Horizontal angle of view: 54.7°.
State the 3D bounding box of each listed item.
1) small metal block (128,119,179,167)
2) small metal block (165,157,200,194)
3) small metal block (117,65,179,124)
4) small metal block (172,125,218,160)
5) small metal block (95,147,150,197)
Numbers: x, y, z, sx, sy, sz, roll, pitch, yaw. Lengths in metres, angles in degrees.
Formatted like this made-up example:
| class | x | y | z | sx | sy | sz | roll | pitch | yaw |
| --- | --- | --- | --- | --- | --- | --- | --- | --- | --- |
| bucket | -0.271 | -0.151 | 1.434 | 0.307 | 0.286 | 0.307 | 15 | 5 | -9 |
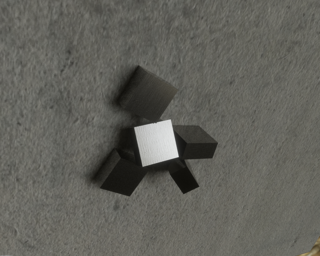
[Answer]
| class | x | y | z | sx | sy | sz | roll | pitch | yaw |
| --- | --- | --- | --- | --- | --- | --- | --- | --- | --- |
| small metal block | -0.008 | 0.019 | 0.401 | 0.050 | 0.025 | 0.050 | -13 | 92 | -22 |
| small metal block | 0.029 | 0.057 | 0.441 | 0.025 | 0.050 | 0.050 | -27 | 130 | 5 |
| small metal block | -0.015 | -0.040 | 0.376 | 0.050 | 0.025 | 0.050 | 24 | 105 | -37 |
| small metal block | 0.042 | 0.019 | 0.427 | 0.050 | 0.050 | 0.025 | 1 | 118 | -29 |
| small metal block | -0.051 | 0.060 | 0.418 | 0.050 | 0.025 | 0.050 | 27 | 104 | -38 |
